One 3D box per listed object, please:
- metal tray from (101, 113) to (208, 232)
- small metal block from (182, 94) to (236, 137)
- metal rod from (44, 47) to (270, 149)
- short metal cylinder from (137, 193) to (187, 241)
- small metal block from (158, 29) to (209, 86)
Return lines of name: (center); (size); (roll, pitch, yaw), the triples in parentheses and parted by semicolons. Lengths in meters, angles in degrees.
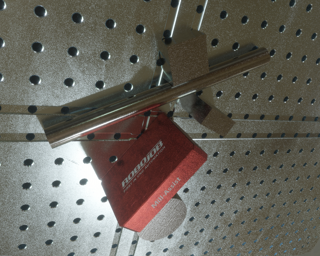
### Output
metal tray: (-0.012, 0.054, 0.395); (0.130, 0.090, 0.030); (-48, 129, 6)
small metal block: (0.066, -0.018, 0.420); (0.050, 0.050, 0.025); (25, 104, -37)
metal rod: (0.009, -0.044, 0.388); (0.302, 0.025, 0.025); (-22, 127, -15)
short metal cylinder: (-0.007, 0.121, 0.466); (0.081, 0.050, 0.079); (-14, 124, -21)
small metal block: (0.029, -0.085, 0.374); (0.050, 0.025, 0.050); (-23, 126, -15)
